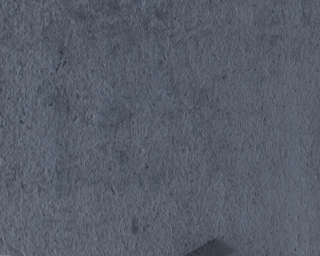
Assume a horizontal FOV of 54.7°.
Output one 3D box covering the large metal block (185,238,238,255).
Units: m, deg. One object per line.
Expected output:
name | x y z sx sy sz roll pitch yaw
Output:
large metal block | 0.069 0.212 0.421 0.081 0.050 0.080 -22 98 -19
